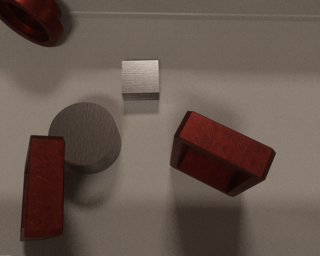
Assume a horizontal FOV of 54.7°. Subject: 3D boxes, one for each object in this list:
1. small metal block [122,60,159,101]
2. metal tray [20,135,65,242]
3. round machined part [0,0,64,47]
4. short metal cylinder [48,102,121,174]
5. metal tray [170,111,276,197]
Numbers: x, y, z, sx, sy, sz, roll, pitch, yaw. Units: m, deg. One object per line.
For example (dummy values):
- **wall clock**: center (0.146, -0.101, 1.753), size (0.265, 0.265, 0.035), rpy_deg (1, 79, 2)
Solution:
- **small metal block**: center (-0.027, -0.066, 0.434), size (0.050, 0.025, 0.050), rpy_deg (-2, 70, -1)
- **metal tray**: center (-0.126, 0.069, 0.326), size (0.030, 0.129, 0.090), rpy_deg (4, 68, -25)
- **round machined part**: center (-0.177, -0.161, 0.427), size (0.098, 0.098, 0.042), rpy_deg (23, 72, 8)
- **short metal cylinder**: center (-0.092, 0.014, 0.390), size (0.081, 0.050, 0.080), rpy_deg (0, 70, -1)
- **metal tray**: center (0.059, 0.035, 0.342), size (0.090, 0.130, 0.030), rpy_deg (26, 72, 9)
